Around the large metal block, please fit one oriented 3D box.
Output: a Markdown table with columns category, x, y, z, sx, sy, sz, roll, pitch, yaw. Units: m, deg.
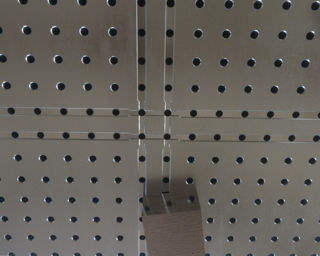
| category | x | y | z | sx | sy | sz | roll | pitch | yaw |
| --- | --- | --- | --- | --- | --- | --- | --- | --- | --- |
| large metal block | 0.020 | 0.142 | 0.453 | 0.080 | 0.050 | 0.079 | -7 | 110 | 2 |
